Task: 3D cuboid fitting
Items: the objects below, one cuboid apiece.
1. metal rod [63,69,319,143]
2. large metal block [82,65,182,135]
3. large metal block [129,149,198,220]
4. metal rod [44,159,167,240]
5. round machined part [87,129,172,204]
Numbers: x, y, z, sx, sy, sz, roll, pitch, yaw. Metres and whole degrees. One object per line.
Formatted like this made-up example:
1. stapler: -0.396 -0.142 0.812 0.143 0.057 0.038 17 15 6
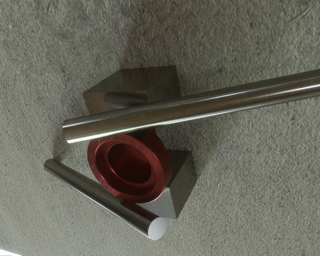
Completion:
1. metal rod: 0.053 -0.024 0.295 0.301 0.025 0.025 -11 115 8
2. large metal block: -0.028 -0.035 0.365 0.080 0.080 0.050 1 119 27
3. large metal block: -0.004 0.070 0.417 0.080 0.080 0.050 1 119 27
4. metal rod: -0.099 0.087 0.440 0.300 0.025 0.025 12 127 49
5. round machined part: -0.031 0.036 0.358 0.098 0.042 0.097 13 124 20
